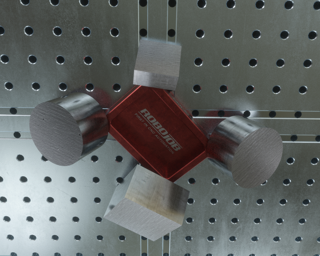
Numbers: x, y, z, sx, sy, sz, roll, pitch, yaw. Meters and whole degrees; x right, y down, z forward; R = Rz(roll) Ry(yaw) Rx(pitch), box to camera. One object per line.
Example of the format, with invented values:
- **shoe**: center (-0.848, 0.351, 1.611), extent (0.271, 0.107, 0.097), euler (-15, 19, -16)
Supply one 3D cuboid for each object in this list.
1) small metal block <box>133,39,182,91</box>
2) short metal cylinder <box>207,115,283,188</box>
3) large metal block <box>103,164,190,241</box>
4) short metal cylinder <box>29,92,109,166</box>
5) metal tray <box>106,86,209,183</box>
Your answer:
- **small metal block**: center (-0.003, -0.075, 0.369), extent (0.050, 0.050, 0.025), euler (9, 148, -3)
- **short metal cylinder**: center (0.108, 0.029, 0.395), extent (0.081, 0.050, 0.079), euler (-10, 113, -25)
- **large metal block**: center (-0.019, 0.104, 0.420), extent (0.080, 0.050, 0.080), euler (29, 138, -11)
- **short metal cylinder**: center (-0.112, 0.000, 0.383), extent (0.080, 0.050, 0.079), euler (9, 113, 24)
- **metal tray**: center (-0.001, 0.006, 0.412), extent (0.090, 0.030, 0.130), euler (-40, 106, 13)
